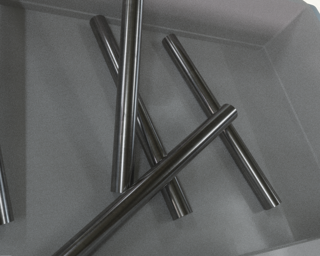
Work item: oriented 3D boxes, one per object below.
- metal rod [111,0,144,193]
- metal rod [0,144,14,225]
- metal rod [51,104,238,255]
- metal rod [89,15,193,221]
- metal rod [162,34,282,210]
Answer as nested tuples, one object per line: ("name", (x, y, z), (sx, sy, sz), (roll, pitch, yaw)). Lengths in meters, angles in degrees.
("metal rod", (-0.035, -0.078, 0.359), (0.025, 0.025, 0.298), (6, 83, -26))
("metal rod", (-0.179, -0.058, 0.292), (0.025, 0.025, 0.298), (-10, 83, -33))
("metal rod", (-0.008, 0.059, 0.338), (0.302, 0.025, 0.025), (-39, 84, -31))
("metal rod", (-0.032, -0.027, 0.405), (0.025, 0.025, 0.299), (-12, 68, -33))
("metal rod", (0.085, -0.018, 0.464), (0.025, 0.025, 0.299), (-19, 72, -35))
